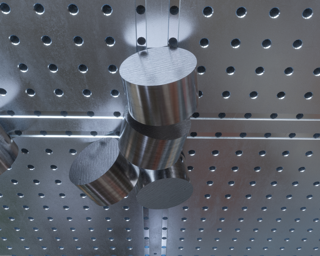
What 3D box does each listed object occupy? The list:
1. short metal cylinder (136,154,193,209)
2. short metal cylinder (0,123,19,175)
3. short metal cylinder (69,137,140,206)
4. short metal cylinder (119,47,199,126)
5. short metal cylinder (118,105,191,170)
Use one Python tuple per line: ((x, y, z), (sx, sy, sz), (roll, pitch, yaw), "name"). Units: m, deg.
((0.003, 0.076, 0.450), (0.081, 0.050, 0.080), (-7, 137, -6), "short metal cylinder")
((-0.233, 0.027, 0.397), (0.080, 0.080, 0.050), (-11, 129, 8), "short metal cylinder")
((-0.076, 0.059, 0.425), (0.080, 0.080, 0.050), (-22, 127, 17), "short metal cylinder")
((0.001, -0.047, 0.336), (0.080, 0.080, 0.050), (-6, 130, 4), "short metal cylinder")
((-0.008, 0.005, 0.379), (0.081, 0.080, 0.050), (10, 130, -8), "short metal cylinder")
